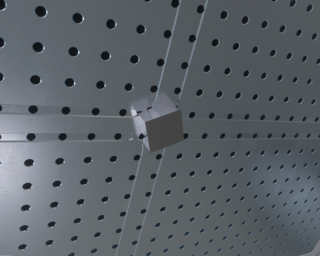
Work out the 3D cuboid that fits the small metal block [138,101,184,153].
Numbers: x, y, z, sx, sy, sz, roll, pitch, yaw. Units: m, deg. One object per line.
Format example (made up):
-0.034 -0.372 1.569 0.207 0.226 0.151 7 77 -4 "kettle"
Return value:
0.002 -0.001 0.411 0.050 0.025 0.050 -20 126 -17 "small metal block"
